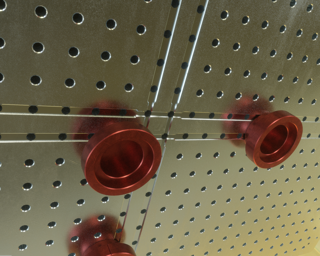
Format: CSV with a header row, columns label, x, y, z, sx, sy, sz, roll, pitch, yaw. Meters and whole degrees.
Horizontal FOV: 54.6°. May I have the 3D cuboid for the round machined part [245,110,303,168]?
label,x,y,z,sx,sy,sz,roll,pitch,yaw
round machined part,0.179,0.014,0.506,0.099,0.042,0.097,-14,124,-21

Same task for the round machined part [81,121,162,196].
label,x,y,z,sx,sy,sz,roll,pitch,yaw
round machined part,-0.051,0.034,0.393,0.099,0.042,0.097,-14,124,-21

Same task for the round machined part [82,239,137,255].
label,x,y,z,sx,sy,sz,roll,pitch,yaw
round machined part,-0.086,0.215,0.486,0.099,0.042,0.097,-14,124,-21
